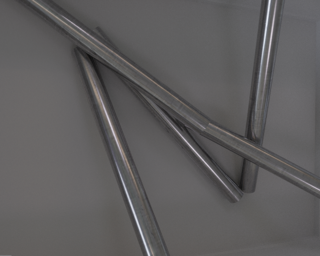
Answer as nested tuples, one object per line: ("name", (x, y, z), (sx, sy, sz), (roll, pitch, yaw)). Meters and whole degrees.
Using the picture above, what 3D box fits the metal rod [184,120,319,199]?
("metal rod", (0.171, 0.058, 0.402), (0.301, 0.025, 0.025), (28, 80, 2))

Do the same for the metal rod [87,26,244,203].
("metal rod", (0.014, -0.008, 0.415), (0.025, 0.025, 0.300), (-46, 104, -14))

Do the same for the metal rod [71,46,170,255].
("metal rod", (-0.040, 0.040, 0.336), (0.025, 0.025, 0.299), (-17, 73, -19))

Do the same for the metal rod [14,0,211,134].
("metal rod", (-0.066, -0.089, 0.359), (0.301, 0.025, 0.025), (36, 79, -9))

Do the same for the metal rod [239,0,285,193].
("metal rod", (0.128, -0.045, 0.395), (0.025, 0.025, 0.298), (-10, 117, -20))
